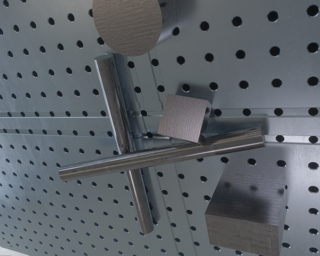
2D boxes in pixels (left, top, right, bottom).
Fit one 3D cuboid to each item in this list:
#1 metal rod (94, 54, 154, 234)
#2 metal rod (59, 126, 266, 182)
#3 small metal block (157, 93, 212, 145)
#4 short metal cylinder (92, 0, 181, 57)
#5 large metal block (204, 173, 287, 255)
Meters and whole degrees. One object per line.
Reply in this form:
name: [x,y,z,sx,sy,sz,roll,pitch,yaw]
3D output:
metal rod: [-0.047,0.040,0.460,0.025,0.025,0.298,4,120,26]
metal rod: [-0.014,0.040,0.418,0.300,0.025,0.025,-13,112,25]
small metal block: [0.030,-0.010,0.372,0.050,0.025,0.050,13,85,21]
short metal cylinder: [-0.024,-0.123,0.332,0.080,0.050,0.079,13,124,21]
large metal block: [0.109,0.103,0.382,0.080,0.080,0.050,2,119,27]
